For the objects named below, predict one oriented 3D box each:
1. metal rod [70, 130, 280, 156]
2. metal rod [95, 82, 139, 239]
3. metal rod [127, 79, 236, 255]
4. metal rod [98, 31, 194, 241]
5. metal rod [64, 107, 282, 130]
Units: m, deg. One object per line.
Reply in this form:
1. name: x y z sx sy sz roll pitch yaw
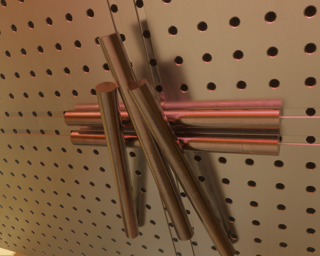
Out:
1. metal rod: 0.001 0.017 0.420 0.301 0.025 0.025 1 119 27
2. metal rod: -0.056 0.069 0.458 0.025 0.025 0.298 13 131 20
3. metal rod: 0.039 0.071 0.409 0.025 0.025 0.299 -11 120 32
4. metal rod: -0.010 0.027 0.400 0.025 0.025 0.298 -6 116 31
5. metal rod: -0.003 -0.013 0.404 0.301 0.025 0.025 1 119 27
